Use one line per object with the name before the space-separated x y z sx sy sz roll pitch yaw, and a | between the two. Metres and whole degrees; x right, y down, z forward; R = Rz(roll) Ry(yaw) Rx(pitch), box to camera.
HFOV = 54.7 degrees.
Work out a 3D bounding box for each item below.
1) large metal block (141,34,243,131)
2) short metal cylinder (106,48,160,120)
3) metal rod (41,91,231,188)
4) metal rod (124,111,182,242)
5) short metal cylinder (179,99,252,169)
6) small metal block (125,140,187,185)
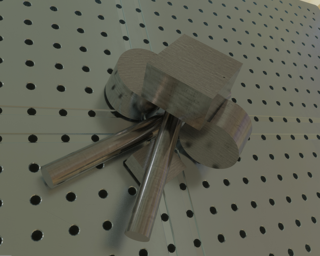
large metal block | 0.037 -0.056 0.360 0.080 0.050 0.080 32 50 14
short metal cylinder | -0.025 -0.057 0.409 0.081 0.050 0.080 14 56 -21
metal rod | -0.005 -0.003 0.403 0.302 0.025 0.025 -26 76 -37
metal rod | 0.016 -0.010 0.386 0.025 0.025 0.300 27 52 -12
short metal cylinder | 0.072 0.007 0.404 0.080 0.080 0.050 40 52 -1
small metal block | -0.005 0.045 0.374 0.050 0.025 0.050 -32 80 -38
